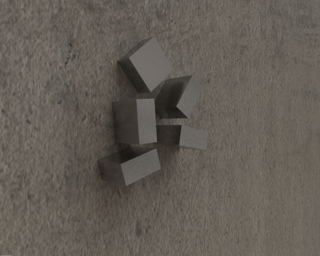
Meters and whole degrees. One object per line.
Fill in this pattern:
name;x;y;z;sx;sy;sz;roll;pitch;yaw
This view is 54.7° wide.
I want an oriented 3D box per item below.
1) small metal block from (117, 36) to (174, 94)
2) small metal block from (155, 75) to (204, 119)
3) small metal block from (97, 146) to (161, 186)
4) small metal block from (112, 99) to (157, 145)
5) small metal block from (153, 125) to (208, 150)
small metal block;-0.017;-0.079;0.392;0.050;0.025;0.050;-48;119;-29
small metal block;0.022;-0.040;0.409;0.025;0.050;0.050;42;65;-33
small metal block;-0.036;0.042;0.360;0.050;0.050;0.025;-21;104;-38
small metal block;-0.031;-0.008;0.364;0.025;0.050;0.050;-6;94;-40
small metal block;0.028;0.013;0.414;0.050;0.050;0.025;13;82;-40
